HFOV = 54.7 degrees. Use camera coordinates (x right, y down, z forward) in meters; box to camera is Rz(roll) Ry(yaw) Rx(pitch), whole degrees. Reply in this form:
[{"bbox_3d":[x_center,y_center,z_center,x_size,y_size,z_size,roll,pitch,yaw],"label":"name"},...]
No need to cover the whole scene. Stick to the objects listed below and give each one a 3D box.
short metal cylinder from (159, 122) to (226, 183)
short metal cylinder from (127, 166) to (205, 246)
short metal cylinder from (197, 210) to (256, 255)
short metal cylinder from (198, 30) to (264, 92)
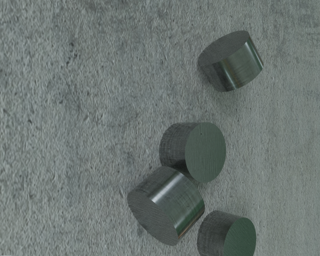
[{"bbox_3d":[0.046,0.032,0.427,0.081,0.050,0.080,0,90,-40],"label":"short metal cylinder"},{"bbox_3d":[0.007,0.093,0.375,0.050,0.080,0.080,-38,114,-33],"label":"short metal cylinder"},{"bbox_3d":[0.103,0.172,0.475,0.081,0.050,0.080,0,90,-40],"label":"short metal cylinder"},{"bbox_3d":[0.103,-0.098,0.455,0.080,0.080,0.050,-52,121,-27],"label":"short metal cylinder"}]
